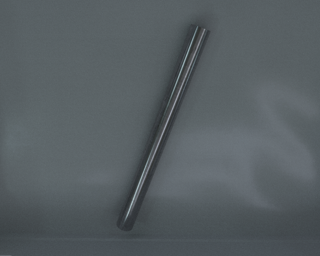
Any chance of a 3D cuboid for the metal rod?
[{"bbox_3d":[-0.002,0.013,0.413,0.025,0.025,0.298,19,109,-7],"label":"metal rod"}]
